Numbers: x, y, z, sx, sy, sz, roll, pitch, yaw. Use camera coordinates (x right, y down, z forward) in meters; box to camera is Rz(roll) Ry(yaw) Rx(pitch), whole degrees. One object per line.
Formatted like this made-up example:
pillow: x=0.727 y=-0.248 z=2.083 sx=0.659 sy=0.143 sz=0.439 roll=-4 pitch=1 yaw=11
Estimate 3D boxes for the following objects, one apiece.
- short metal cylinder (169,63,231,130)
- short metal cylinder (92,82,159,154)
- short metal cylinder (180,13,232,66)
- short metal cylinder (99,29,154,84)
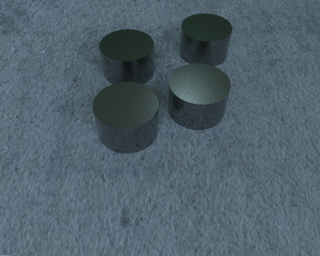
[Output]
short metal cylinder: x=0.052 y=-0.044 z=0.424 sx=0.081 sy=0.050 sz=0.080 roll=0 pitch=50 yaw=0
short metal cylinder: x=-0.042 y=-0.014 z=0.398 sx=0.081 sy=0.050 sz=0.080 roll=0 pitch=50 yaw=0
short metal cylinder: x=0.074 y=-0.145 z=0.510 sx=0.081 sy=0.050 sz=0.080 roll=0 pitch=50 yaw=0
short metal cylinder: x=-0.049 y=-0.108 z=0.477 sx=0.081 sy=0.050 sz=0.080 roll=0 pitch=50 yaw=0
